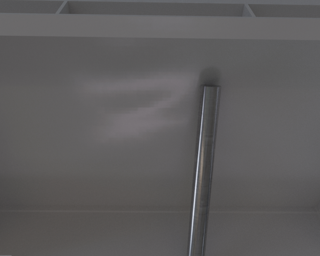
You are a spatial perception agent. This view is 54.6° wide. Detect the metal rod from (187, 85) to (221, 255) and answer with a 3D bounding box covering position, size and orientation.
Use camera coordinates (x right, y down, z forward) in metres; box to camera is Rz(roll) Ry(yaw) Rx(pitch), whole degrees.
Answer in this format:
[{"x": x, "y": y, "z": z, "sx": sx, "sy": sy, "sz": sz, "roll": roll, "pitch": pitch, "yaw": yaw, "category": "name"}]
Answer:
[{"x": 0.054, "y": 0.094, "z": 0.407, "sx": 0.025, "sy": 0.025, "sz": 0.298, "roll": 2, "pitch": 105, "yaw": -2, "category": "metal rod"}]
